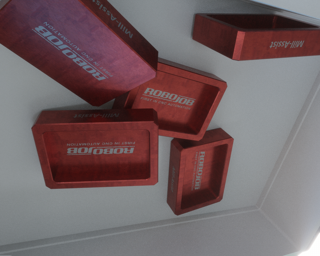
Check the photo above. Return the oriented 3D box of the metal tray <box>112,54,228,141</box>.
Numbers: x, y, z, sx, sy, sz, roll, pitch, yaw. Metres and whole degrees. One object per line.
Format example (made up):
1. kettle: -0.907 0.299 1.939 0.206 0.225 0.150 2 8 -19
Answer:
1. metal tray: 0.013 -0.035 0.392 0.131 0.030 0.089 9 114 -33

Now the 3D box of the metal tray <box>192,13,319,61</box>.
1. metal tray: 0.116 -0.110 0.363 0.131 0.090 0.030 -9 123 -24

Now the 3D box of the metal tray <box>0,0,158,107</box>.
1. metal tray: -0.075 -0.078 0.286 0.090 0.030 0.130 -23 138 31

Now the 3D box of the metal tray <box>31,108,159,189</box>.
1. metal tray: -0.068 0.025 0.354 0.131 0.030 0.089 -2 122 -4

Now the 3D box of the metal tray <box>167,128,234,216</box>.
1. metal tray: 0.061 0.069 0.483 0.091 0.030 0.129 -12 124 -23
